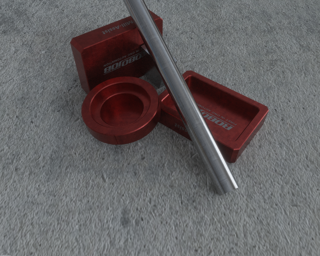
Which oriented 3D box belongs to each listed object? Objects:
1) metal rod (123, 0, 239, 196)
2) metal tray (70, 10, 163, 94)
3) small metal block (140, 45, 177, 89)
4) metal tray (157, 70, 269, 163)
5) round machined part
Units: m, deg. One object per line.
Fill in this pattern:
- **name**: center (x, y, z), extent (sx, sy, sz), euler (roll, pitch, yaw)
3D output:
- **metal rod**: center (0.017, -0.060, 0.386), extent (0.025, 0.025, 0.299), euler (-21, 75, -17)
- **metal tray**: center (-0.056, -0.107, 0.451), extent (0.131, 0.089, 0.030), euler (-30, 57, -23)
- **small metal block**: center (-0.005, -0.095, 0.461), extent (0.025, 0.050, 0.050), euler (-37, 74, -24)
- **metal tray**: center (0.066, -0.021, 0.420), extent (0.130, 0.030, 0.090), euler (31, 56, 23)
- **round machined part**: center (-0.048, -0.018, 0.403), extent (0.099, 0.042, 0.098), euler (-3, 53, 5)
